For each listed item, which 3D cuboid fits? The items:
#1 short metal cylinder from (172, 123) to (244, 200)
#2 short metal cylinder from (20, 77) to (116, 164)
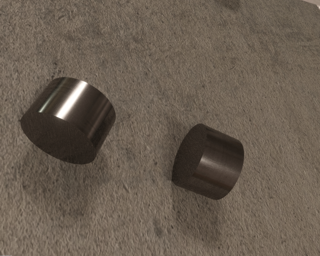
[{"bbox_3d":[0.056,0.041,0.376,0.050,0.080,0.080,24,53,-15],"label":"short metal cylinder"},{"bbox_3d":[-0.093,-0.006,0.323,0.080,0.080,0.050,30,52,-10],"label":"short metal cylinder"}]
